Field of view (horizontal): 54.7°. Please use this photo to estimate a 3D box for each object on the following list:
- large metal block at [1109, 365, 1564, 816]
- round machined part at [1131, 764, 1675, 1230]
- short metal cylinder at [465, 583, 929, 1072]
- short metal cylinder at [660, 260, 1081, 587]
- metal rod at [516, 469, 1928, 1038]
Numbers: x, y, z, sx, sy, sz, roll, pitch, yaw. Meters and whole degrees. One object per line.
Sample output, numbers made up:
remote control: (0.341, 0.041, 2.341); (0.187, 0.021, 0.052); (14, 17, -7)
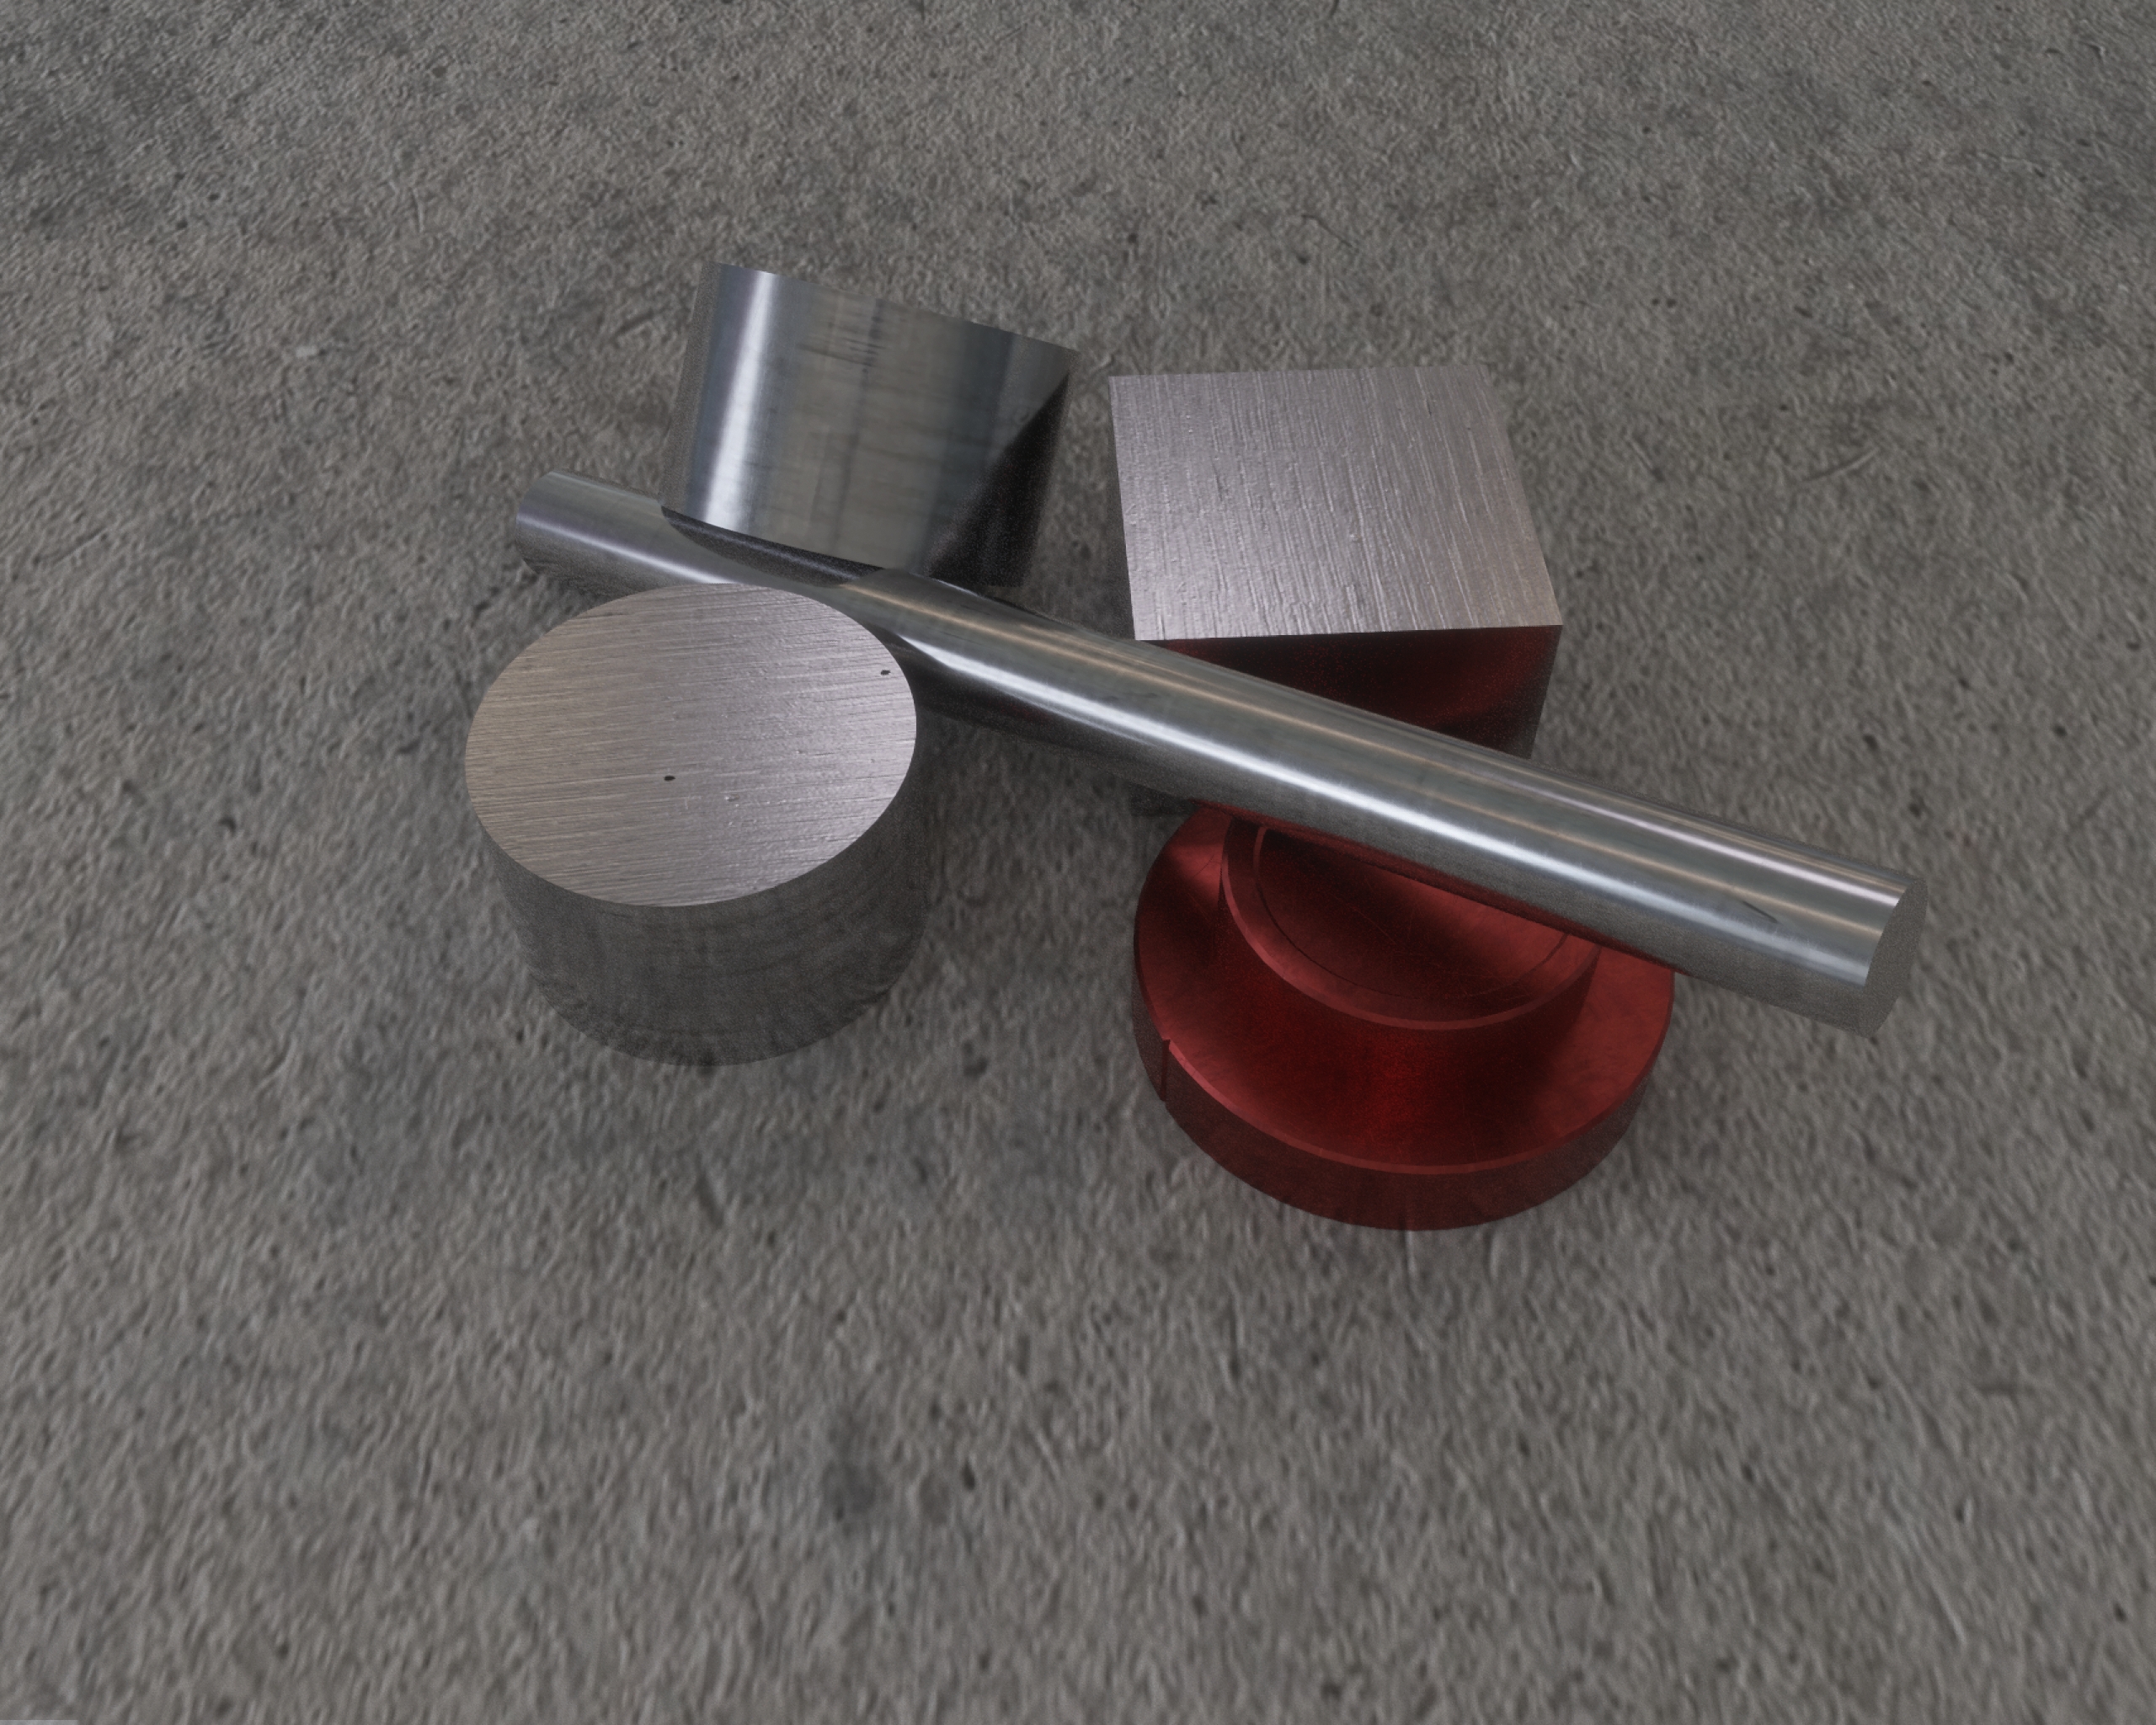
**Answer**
large metal block: (0.049, -0.058, 0.435); (0.081, 0.050, 0.080); (-2, 50, -2)
round machined part: (0.059, 0.014, 0.381); (0.099, 0.042, 0.098); (0, 50, 0)
short metal cylinder: (-0.069, -0.007, 0.395); (0.081, 0.050, 0.080); (0, 50, 0)
short metal cylinder: (-0.044, -0.092, 0.441); (0.080, 0.050, 0.080); (13, 12, -3)
metal rod: (0.002, -0.031, 0.387); (0.300, 0.025, 0.025); (21, 52, 33)
